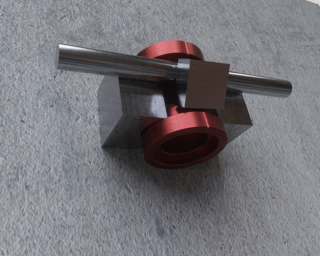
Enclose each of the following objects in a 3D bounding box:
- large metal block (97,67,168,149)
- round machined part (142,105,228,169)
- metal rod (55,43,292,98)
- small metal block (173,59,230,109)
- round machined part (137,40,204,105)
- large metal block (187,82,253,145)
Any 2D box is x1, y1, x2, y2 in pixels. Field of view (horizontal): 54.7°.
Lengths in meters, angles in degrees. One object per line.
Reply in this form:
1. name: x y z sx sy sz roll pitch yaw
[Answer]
1. large metal block: -0.037 -0.028 0.367 0.050 0.080 0.080 4 60 -26
2. round machined part: 0.027 0.008 0.367 0.099 0.097 0.042 4 55 -26
3. metal rod: 0.038 -0.061 0.360 0.302 0.025 0.025 3 61 -27
4. small metal block: 0.045 -0.048 0.339 0.050 0.025 0.050 1 102 -26
5. round machined part: 0.013 -0.065 0.405 0.099 0.097 0.042 4 61 -27
6. large metal block: 0.069 -0.021 0.420 0.050 0.080 0.080 4 60 -27
